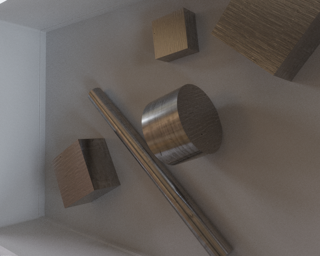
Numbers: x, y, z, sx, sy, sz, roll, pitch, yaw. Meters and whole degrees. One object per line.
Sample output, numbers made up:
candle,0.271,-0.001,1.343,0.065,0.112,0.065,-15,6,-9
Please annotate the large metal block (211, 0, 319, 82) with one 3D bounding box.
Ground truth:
large metal block,0.111,-0.102,0.298,0.080,0.050,0.080,45,117,30

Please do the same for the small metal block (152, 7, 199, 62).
small metal block,0.019,-0.115,0.390,0.050,0.025,0.050,-9,84,39

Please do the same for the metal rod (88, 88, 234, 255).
metal rod,-0.015,0.045,0.416,0.300,0.025,0.025,49,119,28

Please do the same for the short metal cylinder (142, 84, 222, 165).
short metal cylinder,0.026,-0.003,0.348,0.050,0.081,0.080,-23,76,37

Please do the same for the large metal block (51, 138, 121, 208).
large metal block,-0.117,0.070,0.485,0.080,0.050,0.080,-34,69,34
